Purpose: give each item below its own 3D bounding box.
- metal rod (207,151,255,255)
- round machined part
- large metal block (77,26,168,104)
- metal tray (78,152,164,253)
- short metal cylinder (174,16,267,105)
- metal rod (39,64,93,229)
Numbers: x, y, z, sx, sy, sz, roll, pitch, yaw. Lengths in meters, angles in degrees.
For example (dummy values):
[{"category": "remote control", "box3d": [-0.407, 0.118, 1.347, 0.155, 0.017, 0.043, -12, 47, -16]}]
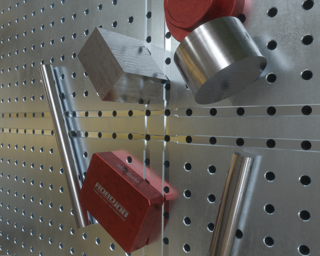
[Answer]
[{"category": "metal rod", "box3d": [0.062, 0.173, 0.356, 0.025, 0.025, 0.298, 18, 101, 38]}, {"category": "round machined part", "box3d": [0.043, -0.146, 0.361, 0.098, 0.042, 0.097, 0, 90, 39]}, {"category": "large metal block", "box3d": [-0.050, -0.080, 0.412, 0.050, 0.081, 0.080, -46, 63, 30]}, {"category": "metal tray", "box3d": [-0.062, 0.104, 0.455, 0.130, 0.030, 0.089, 34, 111, 34]}, {"category": "short metal cylinder", "box3d": [0.061, -0.067, 0.322, 0.080, 0.081, 0.050, -39, 67, 33]}, {"category": "metal rod", "box3d": [-0.168, 0.024, 0.544, 0.025, 0.025, 0.299, -29, 72, 36]}]
